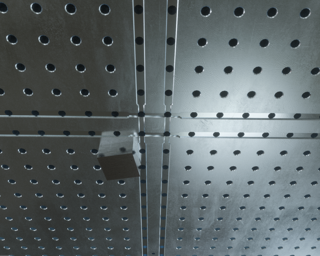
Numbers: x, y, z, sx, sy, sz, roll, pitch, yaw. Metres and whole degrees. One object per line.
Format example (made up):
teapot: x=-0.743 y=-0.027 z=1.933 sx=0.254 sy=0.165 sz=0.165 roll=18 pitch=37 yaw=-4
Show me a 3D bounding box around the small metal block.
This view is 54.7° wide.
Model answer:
small metal block: x=-0.058 y=0.048 z=0.452 sx=0.050 sy=0.025 sz=0.050 roll=-8 pitch=130 yaw=6
